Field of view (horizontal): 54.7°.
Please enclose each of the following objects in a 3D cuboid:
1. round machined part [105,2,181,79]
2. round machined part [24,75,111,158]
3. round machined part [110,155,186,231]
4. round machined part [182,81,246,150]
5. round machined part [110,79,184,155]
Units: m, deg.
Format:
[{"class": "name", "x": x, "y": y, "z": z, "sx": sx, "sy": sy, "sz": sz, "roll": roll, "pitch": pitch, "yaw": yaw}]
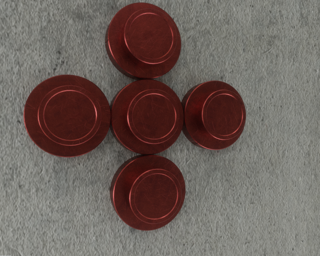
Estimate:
[{"class": "round machined part", "x": -0.017, "y": -0.112, "z": 0.396, "sx": 0.099, "sy": 0.042, "sz": 0.097, "roll": 0, "pitch": 90, "yaw": -21}, {"class": "round machined part", "x": -0.106, "y": -0.014, "z": 0.363, "sx": 0.099, "sy": 0.042, "sz": 0.097, "roll": 0, "pitch": 90, "yaw": -21}, {"class": "round machined part", "x": -0.011, "y": 0.084, "z": 0.398, "sx": 0.099, "sy": 0.042, "sz": 0.097, "roll": 0, "pitch": 90, "yaw": -21}, {"class": "round machined part", "x": 0.079, "y": -0.018, "z": 0.432, "sx": 0.099, "sy": 0.042, "sz": 0.097, "roll": 0, "pitch": 90, "yaw": -21}, {"class": "round machined part", "x": -0.013, "y": -0.014, "z": 0.397, "sx": 0.099, "sy": 0.042, "sz": 0.097, "roll": 0, "pitch": 90, "yaw": -21}]
